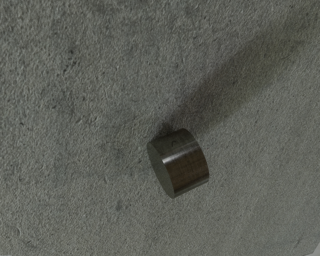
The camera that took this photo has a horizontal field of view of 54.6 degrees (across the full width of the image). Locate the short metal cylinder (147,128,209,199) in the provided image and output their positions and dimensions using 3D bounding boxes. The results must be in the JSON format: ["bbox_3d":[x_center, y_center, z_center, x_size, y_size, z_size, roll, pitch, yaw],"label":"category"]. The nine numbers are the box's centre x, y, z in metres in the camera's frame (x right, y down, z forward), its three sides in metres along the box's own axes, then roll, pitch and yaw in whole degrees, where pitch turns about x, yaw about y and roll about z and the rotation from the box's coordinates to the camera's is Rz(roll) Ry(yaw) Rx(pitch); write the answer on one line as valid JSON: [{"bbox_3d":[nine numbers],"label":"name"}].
[{"bbox_3d":[0.022,0.046,0.411,0.050,0.080,0.080,-23,127,-15],"label":"short metal cylinder"}]
